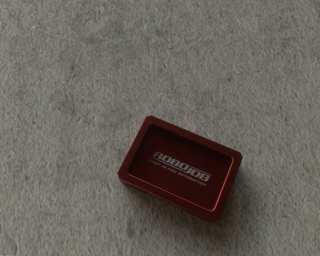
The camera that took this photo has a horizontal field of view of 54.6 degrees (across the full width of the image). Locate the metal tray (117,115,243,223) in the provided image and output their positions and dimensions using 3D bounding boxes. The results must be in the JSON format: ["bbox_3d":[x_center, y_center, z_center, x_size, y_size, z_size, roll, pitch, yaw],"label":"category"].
[{"bbox_3d":[0.025,0.050,0.387,0.130,0.030,0.090,23,72,8],"label":"metal tray"}]
